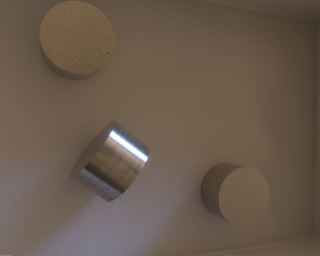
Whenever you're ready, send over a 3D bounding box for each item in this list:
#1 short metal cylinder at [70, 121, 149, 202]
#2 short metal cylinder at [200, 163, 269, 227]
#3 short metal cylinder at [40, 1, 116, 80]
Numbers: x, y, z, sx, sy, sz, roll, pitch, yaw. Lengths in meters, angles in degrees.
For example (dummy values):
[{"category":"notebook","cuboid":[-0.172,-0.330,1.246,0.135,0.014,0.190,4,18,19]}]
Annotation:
[{"category":"short metal cylinder","cuboid":[-0.058,0.038,0.361,0.050,0.080,0.080,40,77,-16]},{"category":"short metal cylinder","cuboid":[0.105,0.092,0.438,0.081,0.050,0.079,0,90,-21]},{"category":"short metal cylinder","cuboid":[-0.097,-0.099,0.362,0.081,0.050,0.079,0,90,-21]}]
